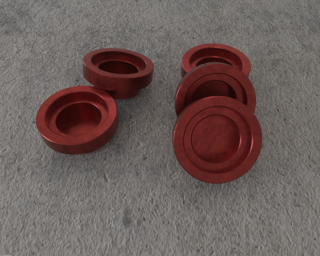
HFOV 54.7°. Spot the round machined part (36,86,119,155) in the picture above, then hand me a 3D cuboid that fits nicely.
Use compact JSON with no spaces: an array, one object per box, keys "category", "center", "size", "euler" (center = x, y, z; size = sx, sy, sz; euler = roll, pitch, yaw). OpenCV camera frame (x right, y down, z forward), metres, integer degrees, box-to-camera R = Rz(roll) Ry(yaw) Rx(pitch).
[{"category":"round machined part","center":[-0.102,-0.006,0.396],"size":[0.099,0.042,0.098],"euler":[0,51,0]}]

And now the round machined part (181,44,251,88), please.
[{"category":"round machined part","center":[0.080,-0.080,0.459],"size":[0.099,0.042,0.098],"euler":[0,48,0]}]

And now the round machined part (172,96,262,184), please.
[{"category":"round machined part","center":[0.063,0.012,0.360],"size":[0.099,0.097,0.042],"euler":[-2,6,-2]}]

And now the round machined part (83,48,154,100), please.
[{"category":"round machined part","center":[-0.060,-0.076,0.444],"size":[0.099,0.042,0.098],"euler":[7,35,-5]}]

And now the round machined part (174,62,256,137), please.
[{"category":"round machined part","center":[0.068,-0.035,0.396],"size":[0.099,0.097,0.042],"euler":[0,18,0]}]
